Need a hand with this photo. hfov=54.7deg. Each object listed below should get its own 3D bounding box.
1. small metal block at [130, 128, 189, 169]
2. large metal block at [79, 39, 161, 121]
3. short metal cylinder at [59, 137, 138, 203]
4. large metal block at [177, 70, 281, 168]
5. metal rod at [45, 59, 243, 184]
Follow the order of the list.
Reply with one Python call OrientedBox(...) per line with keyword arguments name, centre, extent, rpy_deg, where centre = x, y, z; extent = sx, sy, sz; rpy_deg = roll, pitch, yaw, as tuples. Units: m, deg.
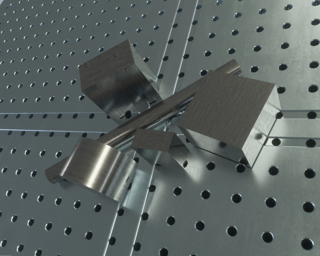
OrientedBox(name="small metal block", centre=(0.001, 0.025, 0.375), extent=(0.050, 0.050, 0.025), rpy_deg=(5, 65, 30))
OrientedBox(name="large metal block", centre=(-0.056, -0.065, 0.442), extent=(0.080, 0.080, 0.050), rpy_deg=(-25, 53, 12))
OrientedBox(name="short metal cylinder", centre=(-0.074, 0.052, 0.377), extent=(0.080, 0.080, 0.050), rpy_deg=(12, 68, 33))
OrientedBox(name="large metal block", centre=(0.080, -0.013, 0.354), extent=(0.080, 0.050, 0.080), rpy_deg=(21, 73, 35))
OrientedBox(name="metal rod", centre=(-0.027, -0.005, 0.423), extent=(0.301, 0.025, 0.025), rpy_deg=(-30, 52, 8))
